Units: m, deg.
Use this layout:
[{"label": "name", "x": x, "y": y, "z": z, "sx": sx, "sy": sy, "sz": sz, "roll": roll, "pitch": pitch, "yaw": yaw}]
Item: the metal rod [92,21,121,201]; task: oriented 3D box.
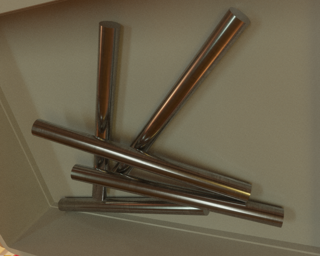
[{"label": "metal rod", "x": -0.082, "y": -0.002, "z": 0.450, "sx": 0.025, "sy": 0.025, "sz": 0.298, "roll": 22, "pitch": 127, "yaw": 15}]

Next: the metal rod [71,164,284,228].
[{"label": "metal rod", "x": 0.013, "y": 0.091, "z": 0.436, "sx": 0.301, "sy": 0.025, "sz": 0.025, "roll": 10, "pitch": 123, "yaw": 15}]

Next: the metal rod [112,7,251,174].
[{"label": "metal rod", "x": 0.006, "y": -0.018, "z": 0.394, "sx": 0.025, "sy": 0.025, "sz": 0.298, "roll": 39, "pitch": 129, "yaw": 1}]

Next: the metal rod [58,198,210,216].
[{"label": "metal rod", "x": -0.060, "y": 0.130, "z": 0.521, "sx": 0.300, "sy": 0.025, "sz": 0.025, "roll": -8, "pitch": 115, "yaw": 31}]

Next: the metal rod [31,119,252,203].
[{"label": "metal rod", "x": -0.029, "y": 0.042, "z": 0.417, "sx": 0.301, "sy": 0.025, "sz": 0.025, "roll": 17, "pitch": 126, "yaw": 6}]
